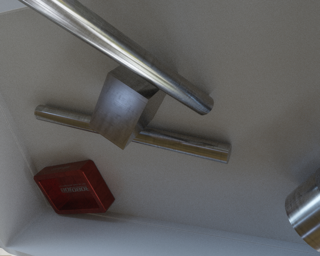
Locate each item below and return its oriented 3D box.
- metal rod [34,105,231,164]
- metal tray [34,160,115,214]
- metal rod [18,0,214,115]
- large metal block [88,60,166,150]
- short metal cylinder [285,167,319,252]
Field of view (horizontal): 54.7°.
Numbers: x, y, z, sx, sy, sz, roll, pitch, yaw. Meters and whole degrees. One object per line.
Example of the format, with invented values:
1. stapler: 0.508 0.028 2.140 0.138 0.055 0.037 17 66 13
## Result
1. metal rod: -0.052 0.004 0.436 0.301 0.025 0.025 12 123 21
2. metal tray: -0.154 0.108 0.550 0.130 0.030 0.090 -12 113 33
3. metal rod: -0.048 -0.078 0.268 0.025 0.025 0.301 -23 145 36
4. large metal block: -0.031 -0.034 0.367 0.050 0.080 0.079 34 129 5
5. short metal cylinder: 0.184 0.088 0.330 0.080 0.080 0.050 33 129 6
